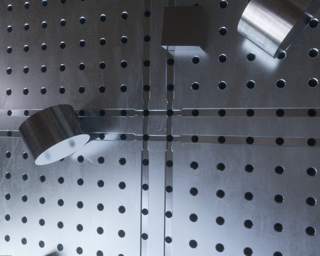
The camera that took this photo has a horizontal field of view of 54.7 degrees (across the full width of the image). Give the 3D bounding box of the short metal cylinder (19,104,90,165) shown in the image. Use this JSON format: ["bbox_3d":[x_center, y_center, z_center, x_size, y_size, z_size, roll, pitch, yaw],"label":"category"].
[{"bbox_3d":[-0.147,0.010,0.435,0.080,0.080,0.050,-35,79,16],"label":"short metal cylinder"}]

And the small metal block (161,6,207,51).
[{"bbox_3d":[0.031,-0.128,0.402,0.050,0.025,0.050,6,92,19],"label":"small metal block"}]

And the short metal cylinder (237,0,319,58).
[{"bbox_3d":[0.131,-0.124,0.337,0.050,0.080,0.080,42,103,15],"label":"short metal cylinder"}]
